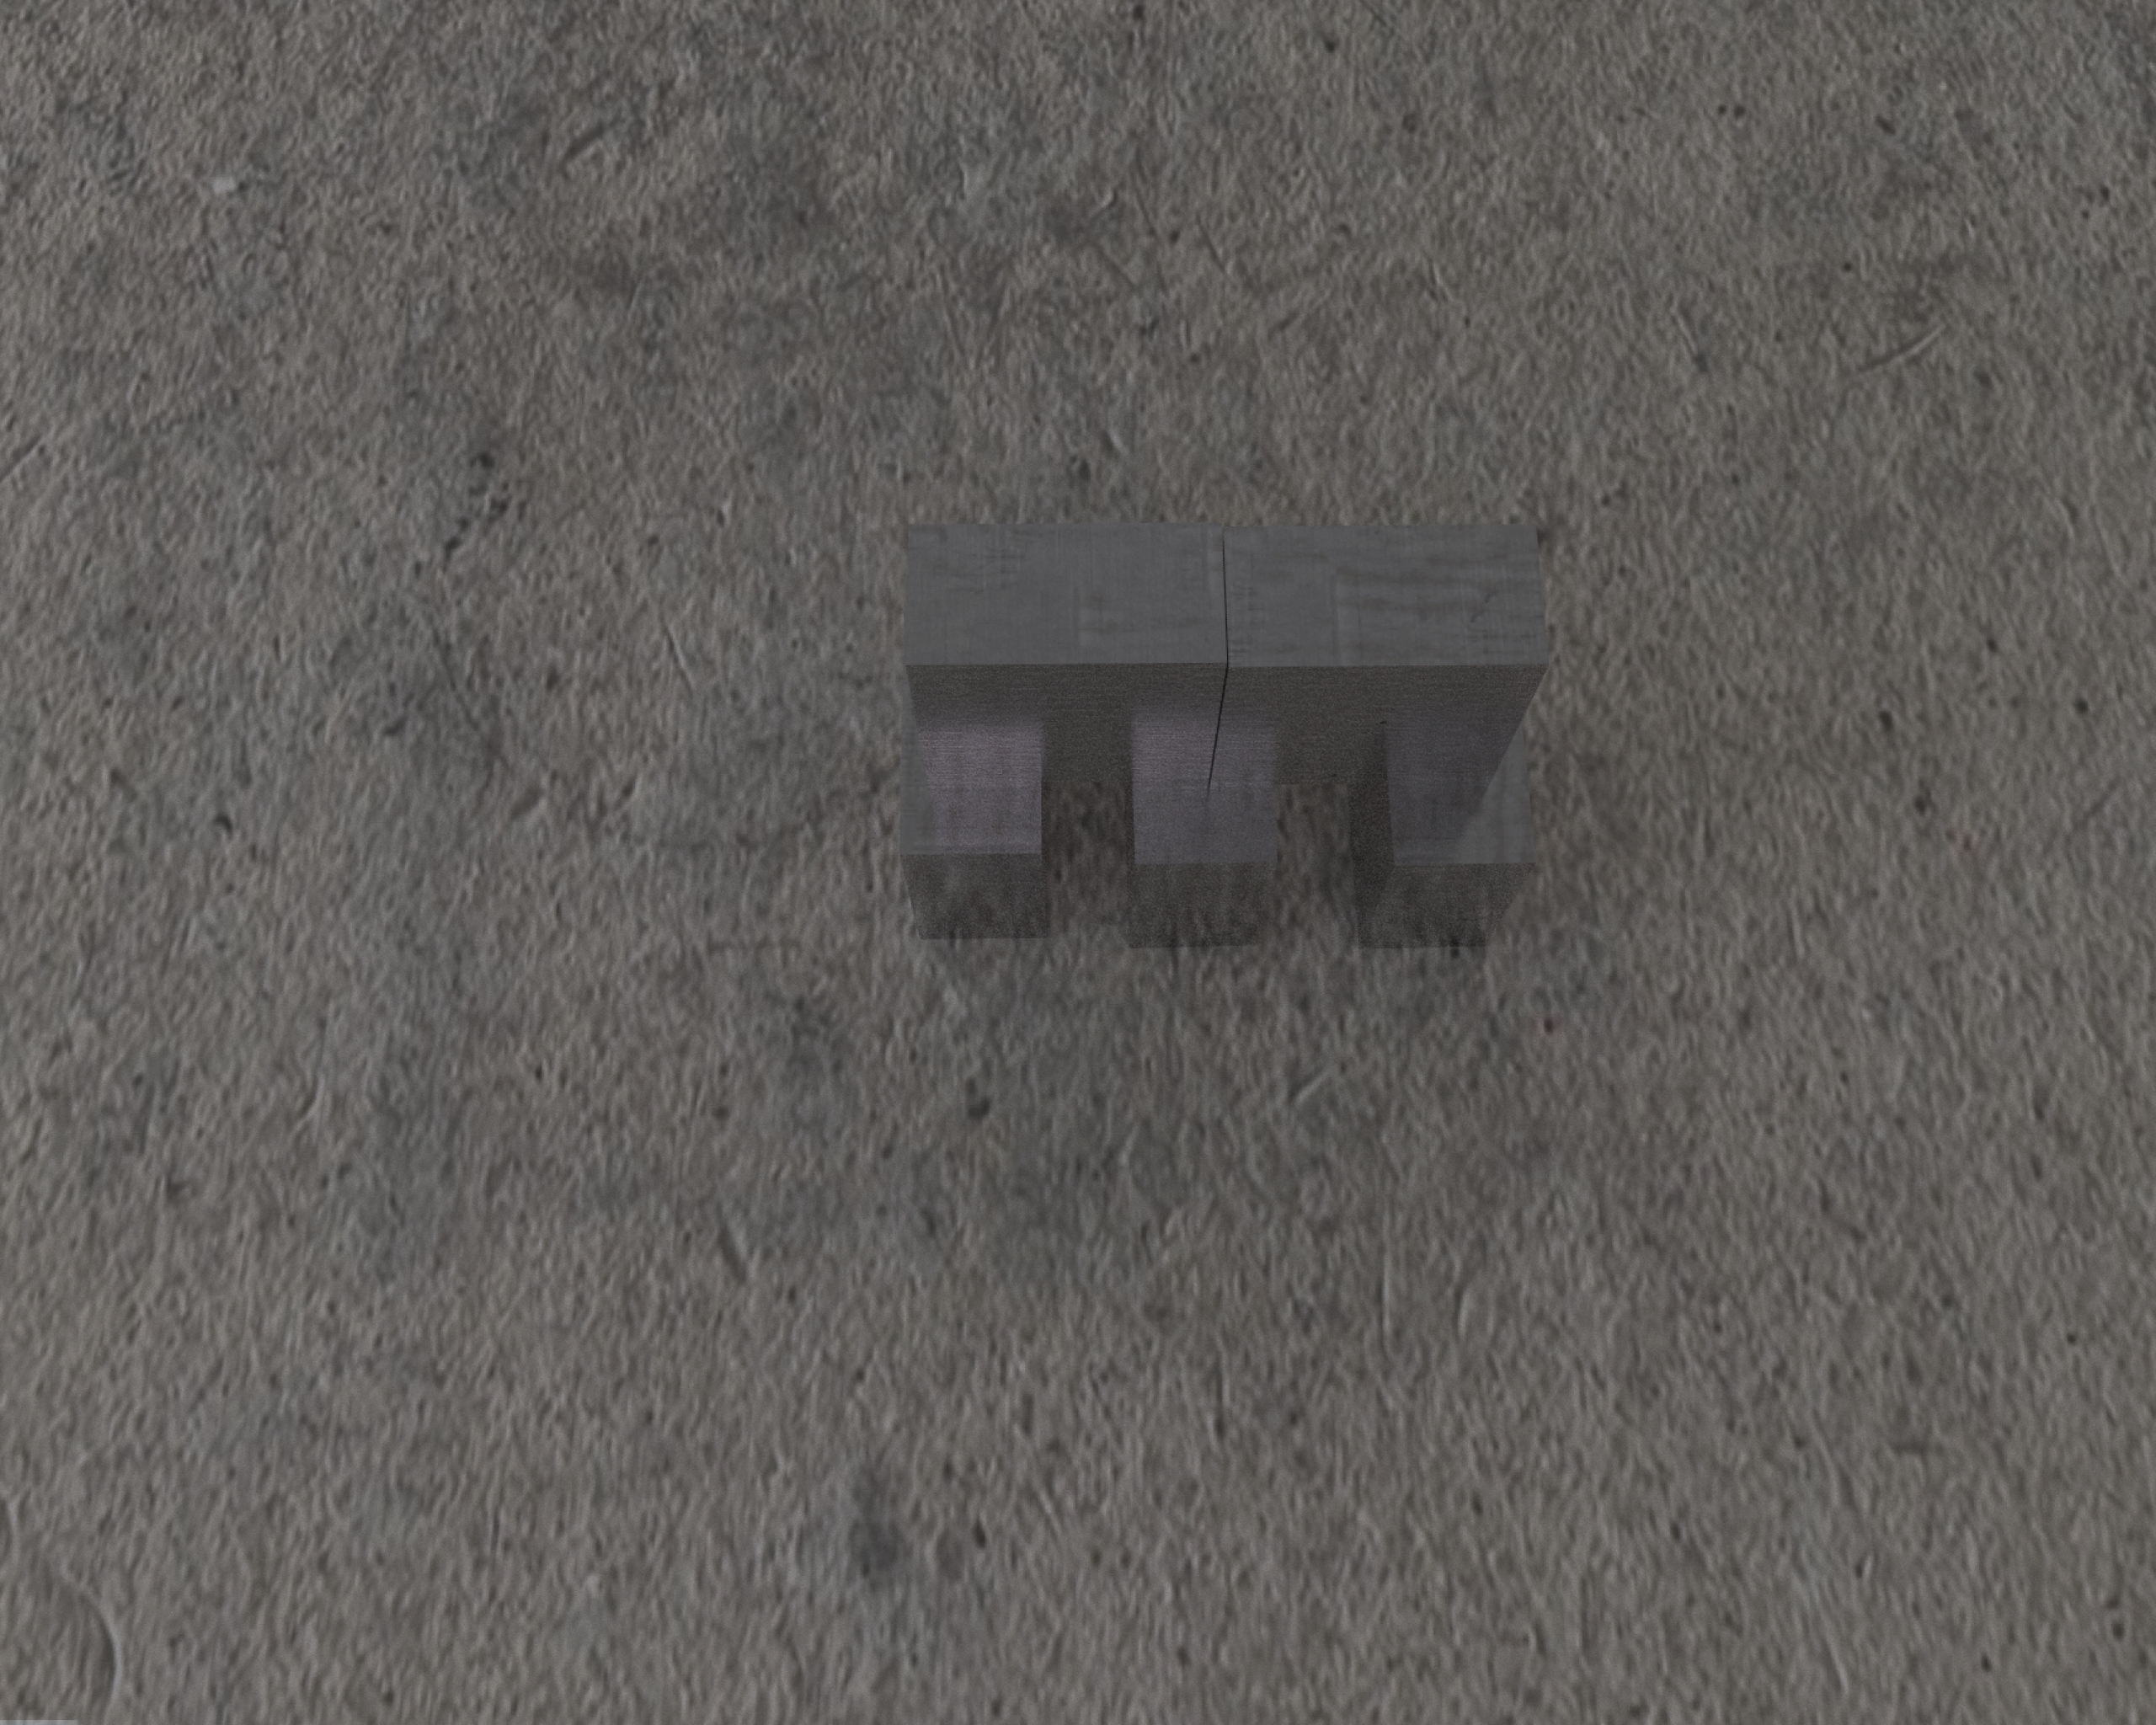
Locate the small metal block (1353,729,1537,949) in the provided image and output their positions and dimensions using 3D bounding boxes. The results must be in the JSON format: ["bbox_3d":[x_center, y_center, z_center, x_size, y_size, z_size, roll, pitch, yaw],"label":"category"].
[{"bbox_3d":[0.068,-0.015,0.401,0.025,0.050,0.050,-1,70,0],"label":"small metal block"}]

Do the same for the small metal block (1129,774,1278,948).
[{"bbox_3d":[0.022,-0.015,0.400,0.025,0.050,0.050,-1,70,0],"label":"small metal block"}]

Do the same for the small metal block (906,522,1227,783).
[{"bbox_3d":[-0.002,-0.034,0.354,0.050,0.050,0.025,-1,70,0],"label":"small metal block"}]

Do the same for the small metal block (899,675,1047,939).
[{"bbox_3d":[-0.019,-0.017,0.401,0.025,0.050,0.050,-1,70,0],"label":"small metal block"}]

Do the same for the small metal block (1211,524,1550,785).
[{"bbox_3d":[0.049,-0.034,0.354,0.050,0.050,0.025,-1,70,0],"label":"small metal block"}]
